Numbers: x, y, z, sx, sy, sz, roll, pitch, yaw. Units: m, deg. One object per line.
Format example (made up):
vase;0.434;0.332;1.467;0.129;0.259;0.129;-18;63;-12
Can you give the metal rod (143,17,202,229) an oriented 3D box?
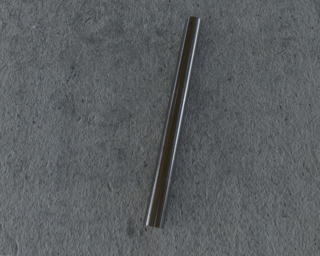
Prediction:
metal rod;0.022;-0.021;0.416;0.025;0.025;0.299;11;70;4
